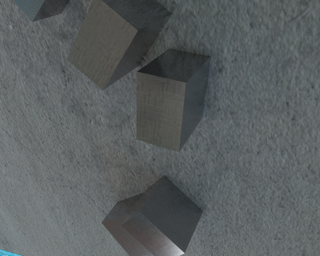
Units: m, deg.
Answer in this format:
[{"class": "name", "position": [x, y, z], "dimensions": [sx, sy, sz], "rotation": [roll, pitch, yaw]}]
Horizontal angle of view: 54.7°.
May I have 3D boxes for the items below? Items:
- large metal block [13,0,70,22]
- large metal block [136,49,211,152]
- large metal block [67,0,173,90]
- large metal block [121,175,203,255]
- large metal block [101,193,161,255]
[{"class": "large metal block", "position": [-0.138, -0.183, 0.349], "dimensions": [0.080, 0.050, 0.080], "rotation": [49, 128, -7]}, {"class": "large metal block", "position": [0.015, -0.033, 0.341], "dimensions": [0.050, 0.080, 0.079], "rotation": [16, 125, 19]}, {"class": "large metal block", "position": [-0.042, -0.098, 0.331], "dimensions": [0.050, 0.080, 0.080], "rotation": [41, 129, 0]}, {"class": "large metal block", "position": [0.006, 0.130, 0.447], "dimensions": [0.080, 0.080, 0.050], "rotation": [44, 129, -3]}, {"class": "large metal block", "position": [-0.033, 0.158, 0.504], "dimensions": [0.080, 0.050, 0.080], "rotation": [-28, 103, 37]}]
